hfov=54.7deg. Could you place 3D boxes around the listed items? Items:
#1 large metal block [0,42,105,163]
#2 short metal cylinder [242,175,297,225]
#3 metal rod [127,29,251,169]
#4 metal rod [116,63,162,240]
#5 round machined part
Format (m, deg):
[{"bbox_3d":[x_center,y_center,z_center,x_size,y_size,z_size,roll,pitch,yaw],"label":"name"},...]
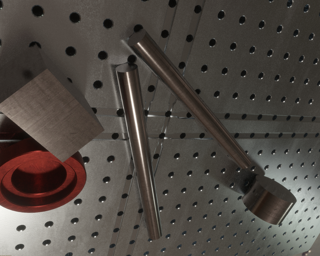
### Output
[{"bbox_3d":[-0.108,-0.026,0.301,0.050,0.080,0.080,-39,130,-3],"label":"large metal block"},{"bbox_3d":[0.200,0.131,0.569,0.081,0.080,0.050,14,111,-34],"label":"short metal cylinder"},{"bbox_3d":[0.059,-0.020,0.433,0.025,0.025,0.300,-45,130,3],"label":"metal rod"},{"bbox_3d":[-0.023,0.054,0.433,0.025,0.025,0.298,-19,126,-18],"label":"metal rod"},{"bbox_3d":[-0.136,0.048,0.349,0.099,0.042,0.097,-13,133,-15],"label":"round machined part"}]
